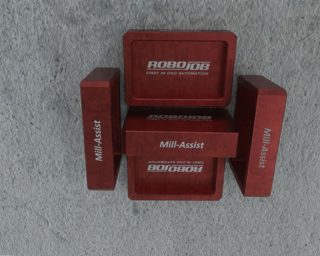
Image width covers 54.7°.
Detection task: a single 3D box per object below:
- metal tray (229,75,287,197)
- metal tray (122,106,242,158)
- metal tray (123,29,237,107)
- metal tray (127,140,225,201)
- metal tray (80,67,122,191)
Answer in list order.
[{"bbox_3d":[0.114,0.007,0.380,0.030,0.090,0.129,1,110,0],"label":"metal tray"},{"bbox_3d":[0.024,0.002,0.379,0.131,0.090,0.030,1,111,-1],"label":"metal tray"},{"bbox_3d":[0.023,-0.073,0.382,0.131,0.030,0.089,0,113,-1],"label":"metal tray"},{"bbox_3d":[0.021,0.054,0.430,0.131,0.030,0.089,1,109,-1],"label":"metal tray"},{"bbox_3d":[-0.067,-0.002,0.375,0.030,0.090,0.129,1,111,-1],"label":"metal tray"}]
